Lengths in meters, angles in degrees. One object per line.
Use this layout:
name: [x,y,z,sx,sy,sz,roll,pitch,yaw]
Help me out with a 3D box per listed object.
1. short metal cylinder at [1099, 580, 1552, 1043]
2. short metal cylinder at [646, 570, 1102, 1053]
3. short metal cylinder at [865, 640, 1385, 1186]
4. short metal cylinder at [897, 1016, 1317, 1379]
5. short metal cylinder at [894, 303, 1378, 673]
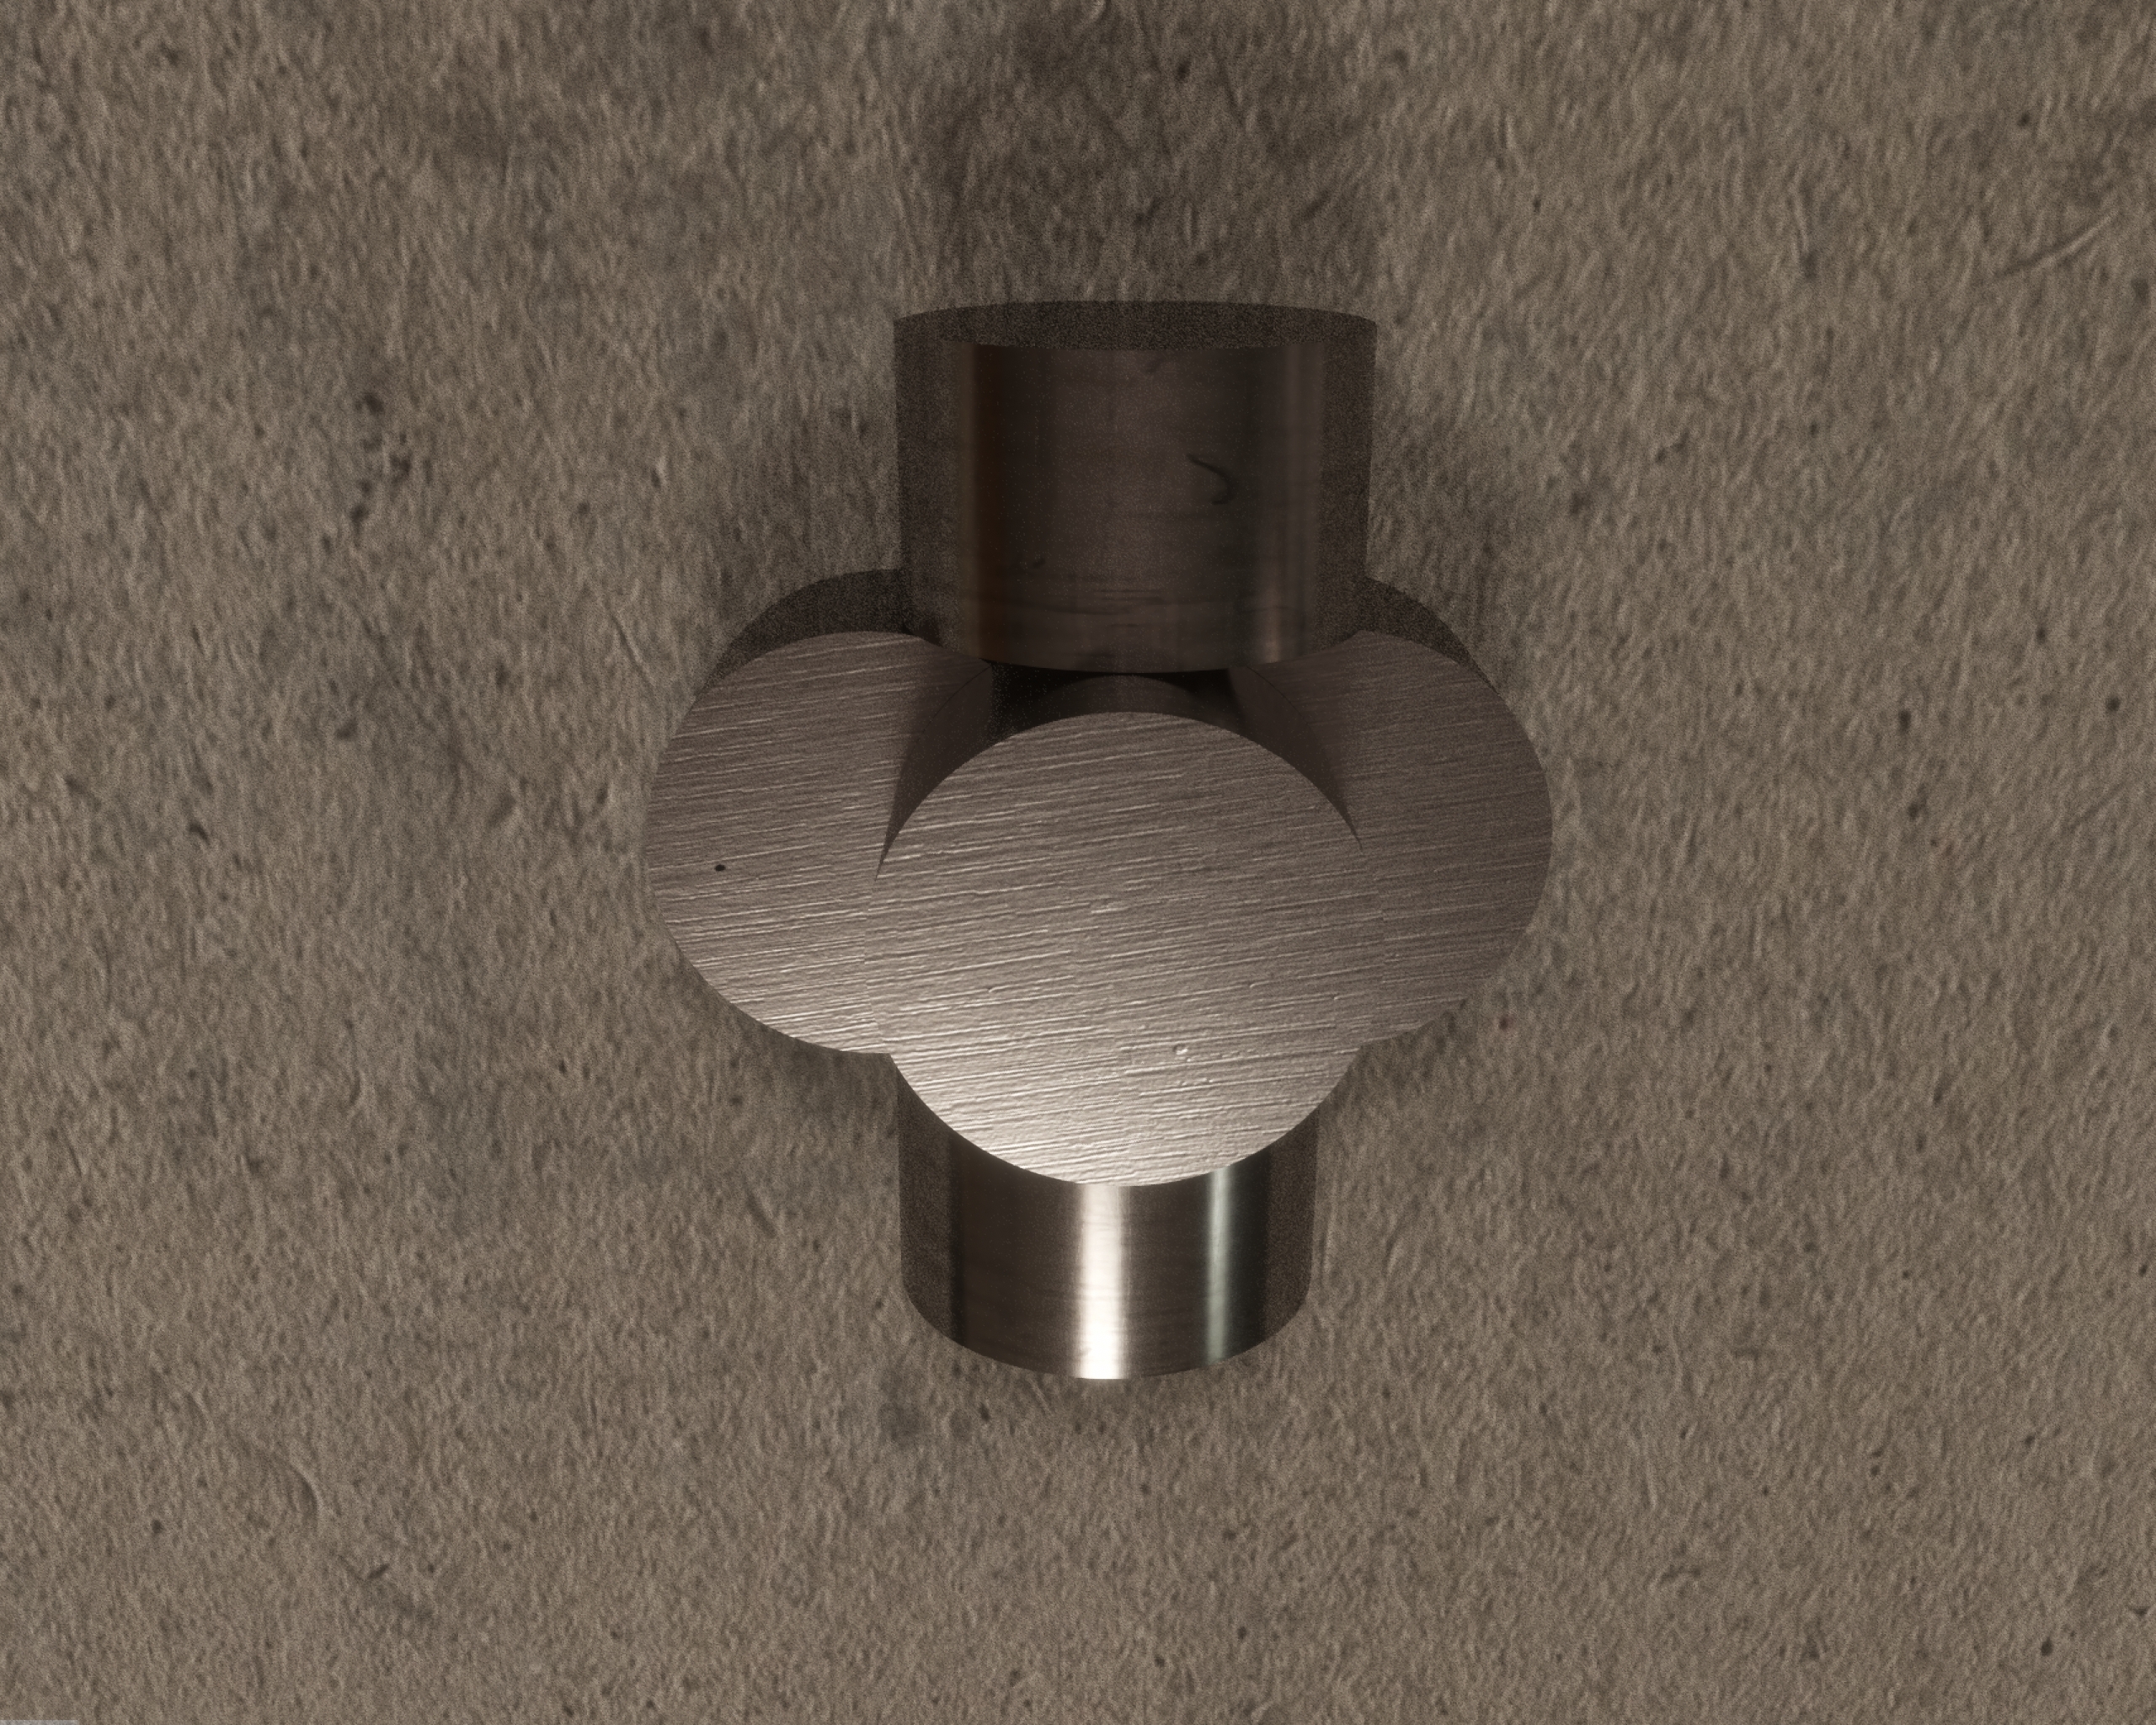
short metal cylinder: [0.044,-0.011,0.394,0.081,0.050,0.079,0,110,-1]
short metal cylinder: [-0.036,-0.011,0.393,0.081,0.050,0.079,0,110,-1]
short metal cylinder: [0.007,0.006,0.346,0.081,0.050,0.079,0,110,-1]
short metal cylinder: [0.006,0.055,0.403,0.081,0.080,0.050,0,110,-1]
short metal cylinder: [0.010,-0.067,0.358,0.081,0.080,0.050,0,110,-1]
